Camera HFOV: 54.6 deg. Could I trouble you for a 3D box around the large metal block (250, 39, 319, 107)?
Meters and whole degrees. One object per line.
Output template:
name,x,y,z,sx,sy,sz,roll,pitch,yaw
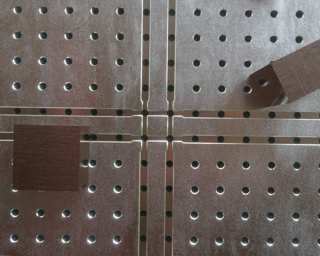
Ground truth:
large metal block,0.171,-0.068,0.387,0.080,0.080,0.050,-26,90,0

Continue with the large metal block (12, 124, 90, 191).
large metal block,-0.138,0.036,0.400,0.080,0.050,0.080,1,90,0
